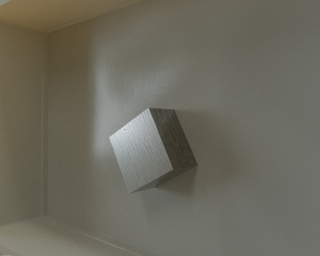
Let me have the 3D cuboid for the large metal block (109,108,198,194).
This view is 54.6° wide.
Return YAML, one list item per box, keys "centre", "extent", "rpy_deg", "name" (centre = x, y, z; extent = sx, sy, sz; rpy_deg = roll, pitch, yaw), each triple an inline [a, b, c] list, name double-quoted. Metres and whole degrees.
- centre: [-0.010, 0.029, 0.400]
  extent: [0.080, 0.050, 0.080]
  rpy_deg: [-34, 69, 35]
  name: "large metal block"
